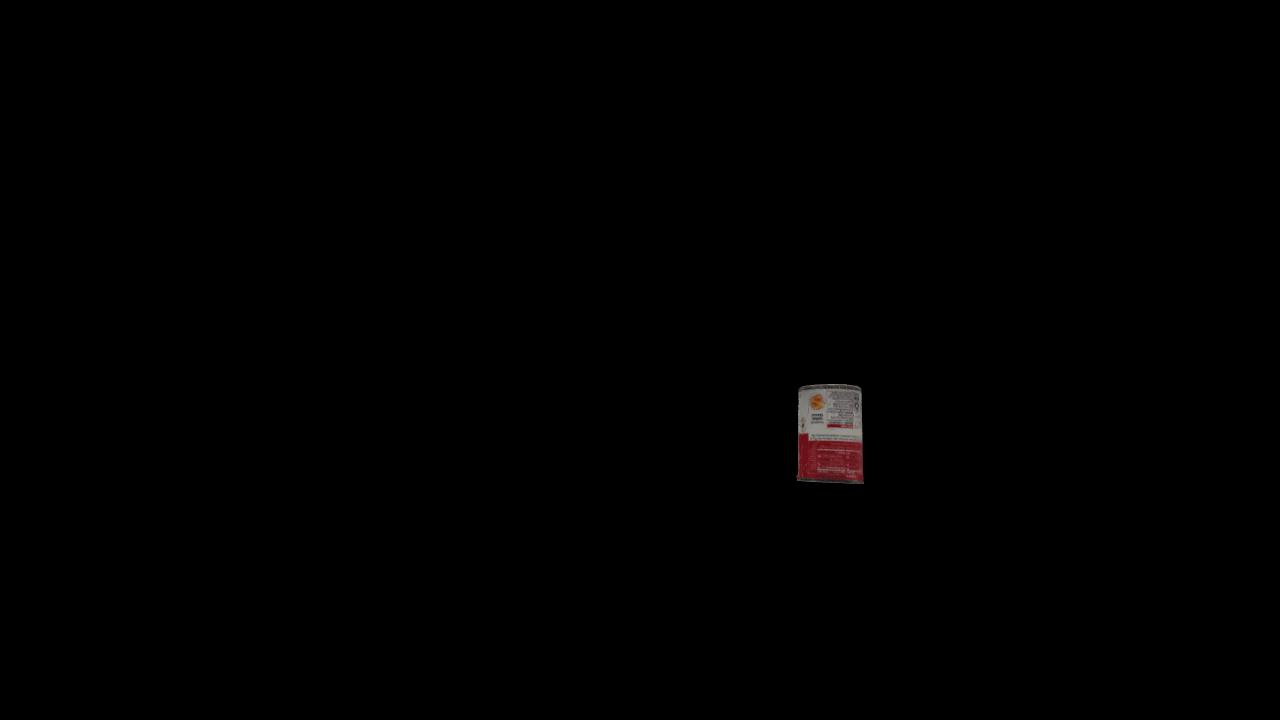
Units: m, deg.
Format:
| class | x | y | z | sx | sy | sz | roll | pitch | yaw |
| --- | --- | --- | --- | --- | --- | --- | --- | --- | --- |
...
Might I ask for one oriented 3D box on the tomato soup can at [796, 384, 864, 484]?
| class | x | y | z | sx | sy | sz | roll | pitch | yaw |
| --- | --- | --- | --- | --- | --- | --- | --- | --- | --- |
| tomato soup can | 0.202 | 0.079 | 0.655 | 0.068 | 0.101 | 0.068 | 2 | -9 | 0 |
